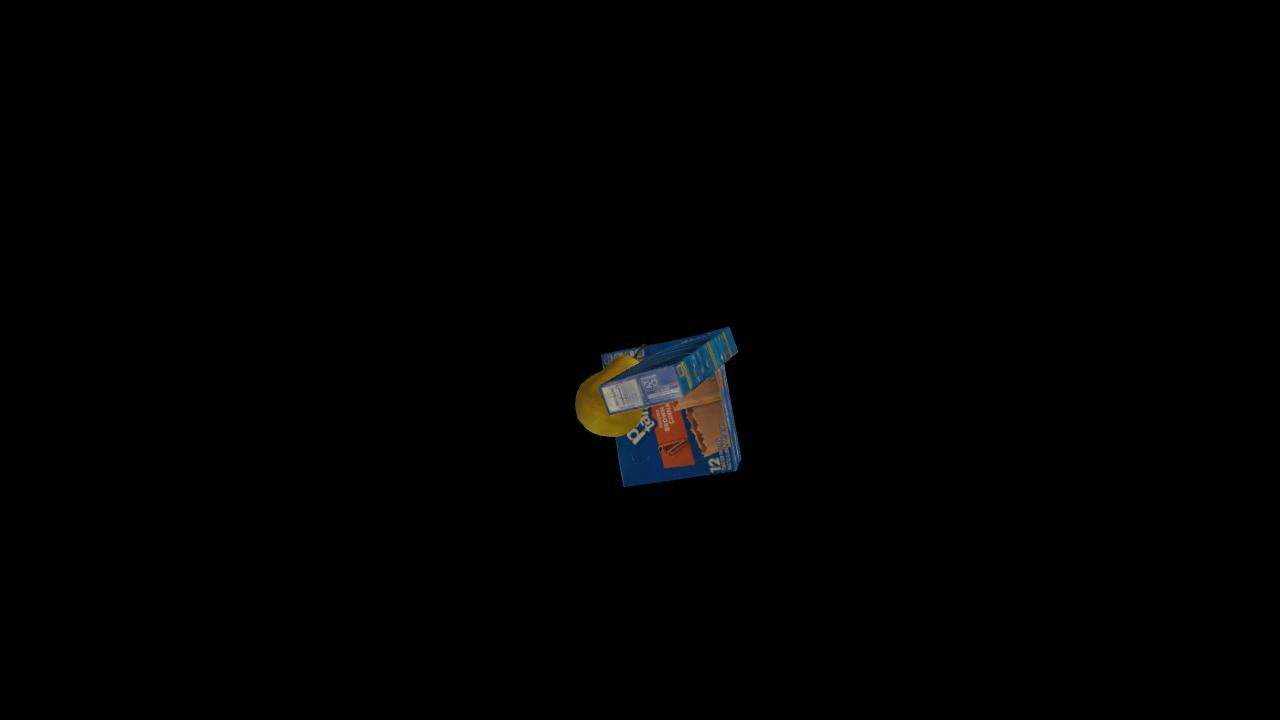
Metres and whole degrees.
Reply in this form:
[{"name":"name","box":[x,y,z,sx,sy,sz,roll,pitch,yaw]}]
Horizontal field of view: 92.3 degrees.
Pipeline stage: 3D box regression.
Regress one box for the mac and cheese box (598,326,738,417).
[{"name":"mac and cheese box","box":[0.038,0.009,0.687,0.093,0.041,0.184,-18,6,29]}]

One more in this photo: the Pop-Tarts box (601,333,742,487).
[{"name":"Pop-Tarts box","box":[0.041,0.061,0.769,0.141,0.167,0.083,-11,-4,15]}]

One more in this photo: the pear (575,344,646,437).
[{"name":"pear","box":[-0.027,0.031,0.696,0.080,0.111,0.080,18,17,-6]}]
